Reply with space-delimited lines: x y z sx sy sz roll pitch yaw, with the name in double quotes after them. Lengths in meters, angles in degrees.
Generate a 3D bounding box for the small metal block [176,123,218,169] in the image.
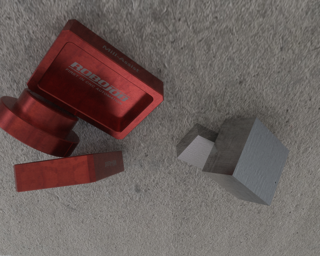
0.058 0.027 0.431 0.050 0.025 0.050 25 126 -20 "small metal block"

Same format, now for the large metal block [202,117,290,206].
0.112 0.042 0.399 0.080 0.080 0.050 39 158 -28 "large metal block"

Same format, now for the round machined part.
-0.135 -0.011 0.358 0.098 0.098 0.042 33 92 -25 "round machined part"

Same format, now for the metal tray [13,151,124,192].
-0.105 0.051 0.390 0.090 0.130 0.030 -8 86 7 "metal tray"

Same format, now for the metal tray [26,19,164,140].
-0.071 -0.050 0.360 0.130 0.030 0.090 32 123 -25 "metal tray"
